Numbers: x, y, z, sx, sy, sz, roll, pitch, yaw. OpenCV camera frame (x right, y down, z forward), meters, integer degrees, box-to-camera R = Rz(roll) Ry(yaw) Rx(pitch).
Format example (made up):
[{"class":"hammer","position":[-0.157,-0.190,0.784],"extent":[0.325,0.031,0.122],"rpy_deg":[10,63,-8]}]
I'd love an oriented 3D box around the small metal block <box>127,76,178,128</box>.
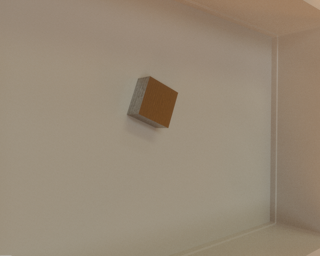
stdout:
[{"class":"small metal block","position":[-0.009,-0.032,0.398],"extent":[0.050,0.025,0.050],"rpy_deg":[25,74,-37]}]
